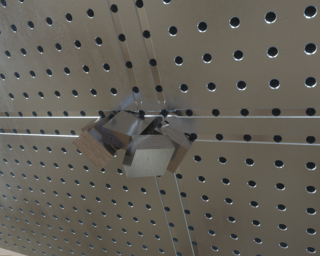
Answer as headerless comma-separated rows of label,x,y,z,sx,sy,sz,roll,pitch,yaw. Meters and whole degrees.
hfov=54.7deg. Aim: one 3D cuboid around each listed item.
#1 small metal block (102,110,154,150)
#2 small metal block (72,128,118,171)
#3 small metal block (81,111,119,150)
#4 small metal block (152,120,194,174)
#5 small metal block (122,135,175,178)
small metal block,-0.043,0.004,0.418,0.050,0.050,0.025,17,125,18
small metal block,-0.086,0.027,0.419,0.025,0.050,0.050,-45,94,1
small metal block,-0.080,0.009,0.457,0.050,0.025,0.050,-21,108,35
small metal block,0.011,0.026,0.421,0.050,0.025,0.050,31,128,7
small metal block,-0.015,0.035,0.389,0.050,0.025,0.050,0,131,-25
